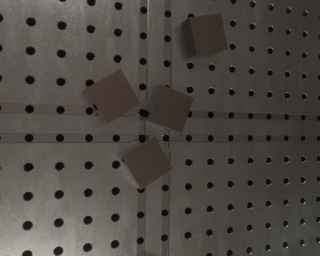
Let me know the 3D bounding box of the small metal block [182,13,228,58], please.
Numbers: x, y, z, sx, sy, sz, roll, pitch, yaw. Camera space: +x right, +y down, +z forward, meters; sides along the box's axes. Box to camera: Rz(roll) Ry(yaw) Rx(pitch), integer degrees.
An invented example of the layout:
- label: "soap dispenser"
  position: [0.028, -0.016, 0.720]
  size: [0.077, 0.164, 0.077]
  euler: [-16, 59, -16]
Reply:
- label: "small metal block"
  position: [0.063, -0.130, 0.437]
  size: [0.050, 0.025, 0.050]
  euler: [-14, 95, -20]

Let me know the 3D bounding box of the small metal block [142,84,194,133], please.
- label: "small metal block"
  position: [0.011, -0.025, 0.418]
  size: [0.050, 0.025, 0.050]
  euler: [21, 83, -19]

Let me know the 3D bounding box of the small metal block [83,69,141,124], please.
- label: "small metal block"
  position: [-0.061, -0.039, 0.391]
  size: [0.050, 0.025, 0.050]
  euler: [-34, 101, -17]

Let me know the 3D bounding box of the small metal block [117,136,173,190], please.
- label: "small metal block"
  position: [-0.020, 0.044, 0.406]
  size: [0.050, 0.025, 0.050]
  euler: [-32, 101, -18]
